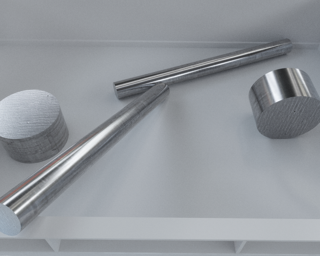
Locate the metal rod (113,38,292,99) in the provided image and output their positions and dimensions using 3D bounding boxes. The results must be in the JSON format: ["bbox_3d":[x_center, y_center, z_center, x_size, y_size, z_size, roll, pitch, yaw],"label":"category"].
[{"bbox_3d":[0.076,-0.097,0.487,0.302,0.025,0.025,-17,52,-14],"label":"metal rod"}]

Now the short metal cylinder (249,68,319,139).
[{"bbox_3d":[0.159,-0.030,0.397,0.081,0.080,0.050,-1,50,-1],"label":"short metal cylinder"}]

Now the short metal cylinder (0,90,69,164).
[{"bbox_3d":[-0.161,-0.003,0.389,0.081,0.050,0.080,0,50,0],"label":"short metal cylinder"}]

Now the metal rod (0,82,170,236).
[{"bbox_3d":[-0.047,0.001,0.323,0.025,0.025,0.301,17,27,13],"label":"metal rod"}]
